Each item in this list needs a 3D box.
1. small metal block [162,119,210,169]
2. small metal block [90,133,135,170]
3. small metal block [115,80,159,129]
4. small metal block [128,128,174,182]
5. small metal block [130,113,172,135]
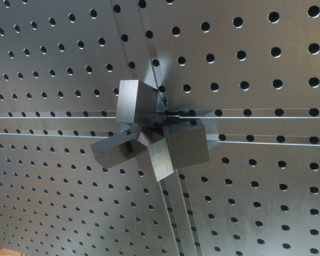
[{"bbox_3d":[0.033,0.021,0.393,0.050,0.025,0.050,-12,116,-1],"label":"small metal block"},{"bbox_3d":[-0.064,0.031,0.435,0.050,0.050,0.025,19,129,61],"label":"small metal block"},{"bbox_3d":[-0.027,-0.028,0.379,0.025,0.050,0.050,3,84,27],"label":"small metal block"},{"bbox_3d":[-0.011,0.032,0.390,0.050,0.025,0.050,26,137,55],"label":"small metal block"},{"bbox_3d":[-0.009,0.008,0.422,0.050,0.025,0.050,3,120,27],"label":"small metal block"}]
